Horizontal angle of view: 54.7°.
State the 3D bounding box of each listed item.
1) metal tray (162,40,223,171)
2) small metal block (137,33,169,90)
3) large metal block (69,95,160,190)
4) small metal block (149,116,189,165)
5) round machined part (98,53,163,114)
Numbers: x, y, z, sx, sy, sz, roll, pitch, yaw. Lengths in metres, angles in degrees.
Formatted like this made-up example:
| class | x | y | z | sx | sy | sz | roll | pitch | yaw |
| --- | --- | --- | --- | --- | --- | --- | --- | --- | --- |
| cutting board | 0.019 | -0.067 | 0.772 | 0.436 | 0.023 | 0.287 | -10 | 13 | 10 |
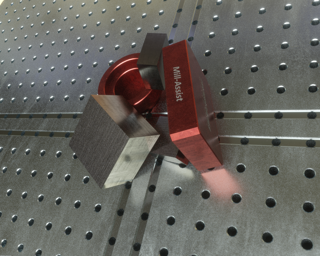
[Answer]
| class | x | y | z | sx | sy | sz | roll | pitch | yaw |
| --- | --- | --- | --- | --- | --- | --- | --- | --- | --- |
| metal tray | 0.038 | -0.027 | 0.362 | 0.030 | 0.090 | 0.130 | -16 | 55 | 19 |
| small metal block | -0.005 | -0.083 | 0.392 | 0.025 | 0.050 | 0.050 | 7 | 63 | 16 |
| large metal block | -0.059 | 0.015 | 0.383 | 0.080 | 0.050 | 0.079 | 46 | 120 | 28 |
| small metal block | 0.016 | 0.015 | 0.383 | 0.050 | 0.025 | 0.050 | 8 | 69 | 43 |
| round machined part | -0.037 | -0.058 | 0.450 | 0.098 | 0.042 | 0.098 | -13 | 56 | 20 |
